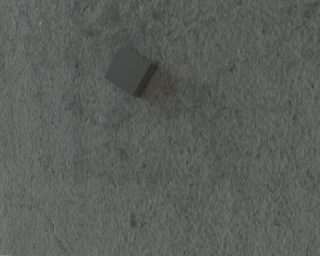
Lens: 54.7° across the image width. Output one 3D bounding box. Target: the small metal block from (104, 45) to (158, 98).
[{"bbox_3d":[-0.039,-0.076,0.422,0.050,0.025,0.050,34,101,16],"label":"small metal block"}]
